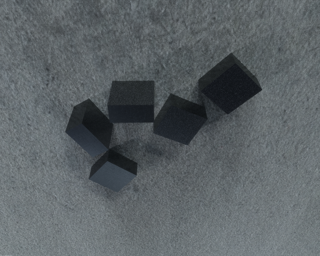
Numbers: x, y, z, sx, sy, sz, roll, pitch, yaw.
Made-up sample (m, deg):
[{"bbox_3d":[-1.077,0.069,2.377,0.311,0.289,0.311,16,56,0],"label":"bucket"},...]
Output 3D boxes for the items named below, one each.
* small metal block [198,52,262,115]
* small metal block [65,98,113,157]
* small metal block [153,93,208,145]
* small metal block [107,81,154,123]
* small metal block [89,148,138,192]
[{"bbox_3d":[0.082,-0.051,0.365,0.050,0.025,0.050,36,121,-27],"label":"small metal block"},{"bbox_3d":[-0.087,0.000,0.389,0.025,0.050,0.050,-25,126,19],"label":"small metal block"},{"bbox_3d":[0.025,-0.010,0.399,0.050,0.025,0.050,20,127,-17],"label":"small metal block"},{"bbox_3d":[-0.032,-0.032,0.364,0.050,0.050,0.025,0,130,0],"label":"small metal block"},{"bbox_3d":[-0.069,0.064,0.461,0.050,0.025,0.050,31,123,-24],"label":"small metal block"}]
